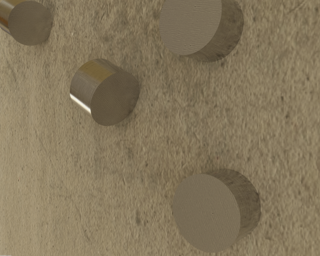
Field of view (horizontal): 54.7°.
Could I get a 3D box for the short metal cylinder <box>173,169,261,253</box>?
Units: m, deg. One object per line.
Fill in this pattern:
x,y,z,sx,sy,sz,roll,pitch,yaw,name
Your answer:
0.061,0.087,0.337,0.080,0.050,0.079,0,90,39,short metal cylinder

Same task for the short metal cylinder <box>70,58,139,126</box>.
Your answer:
-0.076,-0.050,0.429,0.050,0.081,0.079,35,112,34,short metal cylinder

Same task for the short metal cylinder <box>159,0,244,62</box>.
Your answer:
0.046,-0.118,0.349,0.080,0.050,0.079,0,90,39,short metal cylinder

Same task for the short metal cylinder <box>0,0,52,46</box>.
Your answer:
-0.249,-0.199,0.571,0.050,0.081,0.079,34,111,34,short metal cylinder
